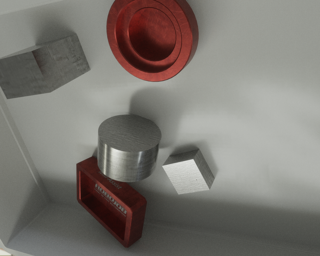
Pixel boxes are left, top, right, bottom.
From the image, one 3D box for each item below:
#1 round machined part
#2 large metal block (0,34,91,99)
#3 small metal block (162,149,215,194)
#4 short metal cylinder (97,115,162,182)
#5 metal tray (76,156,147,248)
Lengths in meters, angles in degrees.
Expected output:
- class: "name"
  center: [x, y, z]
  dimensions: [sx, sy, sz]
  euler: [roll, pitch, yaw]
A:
- class: "round machined part"
  center: [-0.005, -0.103, 0.335]
  dimensions: [0.098, 0.042, 0.097]
  euler: [13, 124, 20]
- class: "large metal block"
  center: [-0.153, -0.080, 0.402]
  dimensions: [0.080, 0.080, 0.050]
  euler: [-3, 117, 29]
- class: "small metal block"
  center: [0.039, 0.061, 0.424]
  dimensions: [0.050, 0.025, 0.050]
  euler: [-17, 110, 34]
- class: "short metal cylinder"
  center: [-0.041, 0.025, 0.409]
  dimensions: [0.080, 0.080, 0.050]
  euler: [21, 126, 15]
- class: "metal tray"
  center: [-0.081, 0.114, 0.489]
  dimensions: [0.130, 0.030, 0.089]
  euler: [32, 129, 31]
